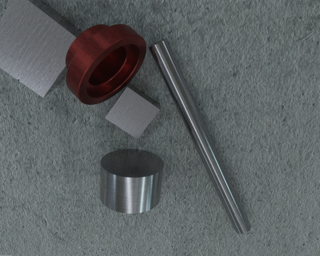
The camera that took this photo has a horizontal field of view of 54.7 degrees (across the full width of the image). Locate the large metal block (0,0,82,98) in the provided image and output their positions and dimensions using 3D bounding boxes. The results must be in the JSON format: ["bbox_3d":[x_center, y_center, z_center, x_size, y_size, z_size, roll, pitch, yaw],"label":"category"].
[{"bbox_3d":[-0.140,-0.096,0.359,0.080,0.050,0.080,37,106,-13],"label":"large metal block"}]

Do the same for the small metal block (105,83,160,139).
[{"bbox_3d":[-0.035,-0.022,0.401,0.050,0.025,0.050,35,106,-12],"label":"small metal block"}]

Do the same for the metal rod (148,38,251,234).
[{"bbox_3d":[0.061,0.024,0.419,0.025,0.025,0.299,-24,109,8],"label":"metal rod"}]

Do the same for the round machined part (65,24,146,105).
[{"bbox_3d":[-0.065,-0.076,0.348,0.042,0.098,0.098,45,106,13],"label":"round machined part"}]

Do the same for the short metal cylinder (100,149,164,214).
[{"bbox_3d":[-0.037,0.067,0.405,0.081,0.080,0.050,4,110,-2],"label":"short metal cylinder"}]
